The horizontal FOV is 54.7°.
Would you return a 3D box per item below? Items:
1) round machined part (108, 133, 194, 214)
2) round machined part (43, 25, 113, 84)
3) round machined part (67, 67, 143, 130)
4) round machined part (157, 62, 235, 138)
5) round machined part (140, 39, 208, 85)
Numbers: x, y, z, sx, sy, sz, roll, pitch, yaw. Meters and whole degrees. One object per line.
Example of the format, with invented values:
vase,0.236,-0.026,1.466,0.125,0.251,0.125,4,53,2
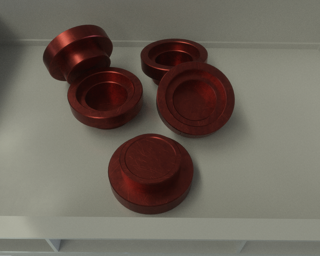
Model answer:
round machined part,-0.011,0.045,0.356,0.099,0.042,0.098,0,50,0
round machined part,-0.110,-0.097,0.442,0.099,0.098,0.042,-27,76,-21
round machined part,-0.072,-0.036,0.424,0.099,0.042,0.098,0,50,0
round machined part,0.044,-0.034,0.407,0.099,0.042,0.098,1,77,-3
round machined part,0.021,-0.094,0.467,0.099,0.042,0.098,-1,41,1
